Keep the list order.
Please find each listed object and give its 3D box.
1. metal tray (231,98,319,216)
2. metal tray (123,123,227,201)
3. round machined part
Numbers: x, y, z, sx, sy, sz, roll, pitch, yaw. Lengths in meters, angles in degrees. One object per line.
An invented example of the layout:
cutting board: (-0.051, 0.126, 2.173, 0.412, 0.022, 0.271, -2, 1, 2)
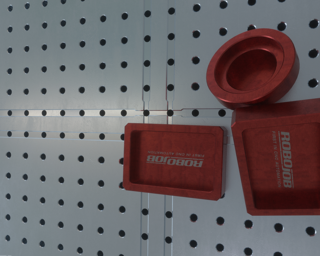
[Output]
metal tray: (0.131, 0.037, 0.329, 0.090, 0.030, 0.129, -6, 120, 20)
metal tray: (0.018, 0.040, 0.403, 0.130, 0.030, 0.089, 2, 91, 19)
round machined part: (0.106, -0.061, 0.351, 0.098, 0.042, 0.098, -18, 54, 27)
